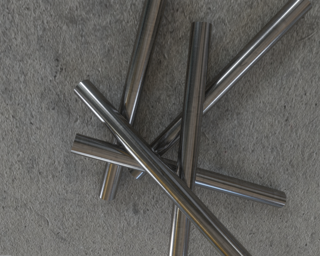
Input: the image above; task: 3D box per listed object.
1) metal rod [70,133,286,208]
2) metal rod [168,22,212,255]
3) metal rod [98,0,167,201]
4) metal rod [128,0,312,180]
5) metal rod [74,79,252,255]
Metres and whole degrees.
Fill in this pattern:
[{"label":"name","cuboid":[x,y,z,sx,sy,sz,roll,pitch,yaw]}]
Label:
[{"label":"metal rod","cuboid":[0.035,0.061,0.411,0.302,0.025,0.025,17,109,-15]},{"label":"metal rod","cuboid":[0.035,0.025,0.380,0.025,0.025,0.298,5,95,-2]},{"label":"metal rod","cuboid":[-0.036,-0.038,0.395,0.025,0.025,0.298,14,109,-5]},{"label":"metal rod","cuboid":[0.065,-0.042,0.394,0.025,0.025,0.299,40,105,-14]},{"label":"metal rod","cuboid":[0.003,0.055,0.365,0.300,0.025,0.025,47,105,10]}]
